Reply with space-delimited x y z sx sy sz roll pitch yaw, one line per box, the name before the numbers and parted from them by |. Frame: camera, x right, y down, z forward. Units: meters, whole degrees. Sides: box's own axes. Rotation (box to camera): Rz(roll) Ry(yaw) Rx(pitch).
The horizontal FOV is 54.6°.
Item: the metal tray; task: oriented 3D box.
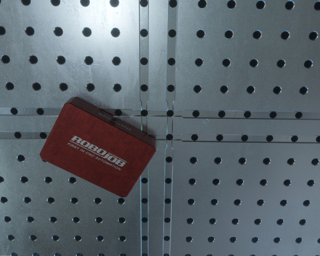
metal tray | -0.082 0.028 0.420 0.130 0.030 0.090 28 108 -10
